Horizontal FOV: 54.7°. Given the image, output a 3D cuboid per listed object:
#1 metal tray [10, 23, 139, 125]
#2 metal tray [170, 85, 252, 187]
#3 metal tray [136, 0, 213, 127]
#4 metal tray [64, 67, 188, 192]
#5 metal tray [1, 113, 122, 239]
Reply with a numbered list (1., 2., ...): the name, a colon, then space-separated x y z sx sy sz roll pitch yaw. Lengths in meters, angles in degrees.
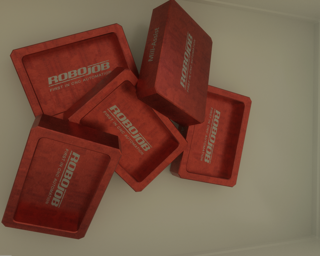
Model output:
1. metal tray: -0.095 -0.063 0.371 0.131 0.030 0.090 -22 98 -19
2. metal tray: 0.072 0.011 0.434 0.091 0.030 0.129 13 85 -20
3. metal tray: 0.023 -0.077 0.379 0.090 0.030 0.130 31 59 -41
4. metal tray: -0.036 0.004 0.371 0.090 0.030 0.130 -43 119 -8
5. metal tray: -0.106 0.058 0.336 0.091 0.030 0.129 18 112 -20
